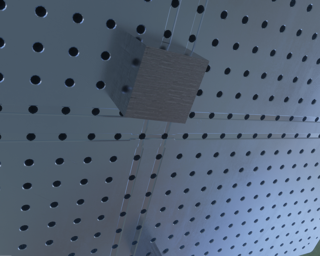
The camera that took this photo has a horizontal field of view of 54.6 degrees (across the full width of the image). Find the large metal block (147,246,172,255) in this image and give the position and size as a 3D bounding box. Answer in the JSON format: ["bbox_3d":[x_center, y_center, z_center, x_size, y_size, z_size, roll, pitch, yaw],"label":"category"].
[{"bbox_3d":[0.014,0.270,0.550,0.050,0.080,0.080,-42,129,1],"label":"large metal block"}]

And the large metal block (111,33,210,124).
[{"bbox_3d":[-0.002,-0.055,0.359,0.081,0.050,0.079,6,116,-31],"label":"large metal block"}]
